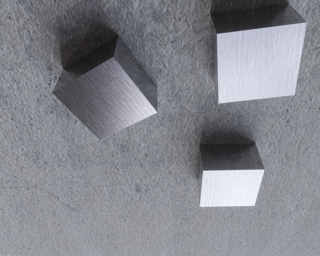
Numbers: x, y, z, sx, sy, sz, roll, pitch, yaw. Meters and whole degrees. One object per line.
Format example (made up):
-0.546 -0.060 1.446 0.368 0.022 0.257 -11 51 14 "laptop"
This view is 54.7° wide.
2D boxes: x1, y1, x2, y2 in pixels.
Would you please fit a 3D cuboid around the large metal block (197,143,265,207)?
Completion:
0.098 0.069 0.451 0.080 0.050 0.079 -1 130 1 "large metal block"

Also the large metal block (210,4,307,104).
0.098 -0.077 0.326 0.080 0.050 0.080 -6 130 5 "large metal block"

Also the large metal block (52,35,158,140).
-0.058 -0.043 0.353 0.080 0.050 0.080 -25 126 19 "large metal block"
